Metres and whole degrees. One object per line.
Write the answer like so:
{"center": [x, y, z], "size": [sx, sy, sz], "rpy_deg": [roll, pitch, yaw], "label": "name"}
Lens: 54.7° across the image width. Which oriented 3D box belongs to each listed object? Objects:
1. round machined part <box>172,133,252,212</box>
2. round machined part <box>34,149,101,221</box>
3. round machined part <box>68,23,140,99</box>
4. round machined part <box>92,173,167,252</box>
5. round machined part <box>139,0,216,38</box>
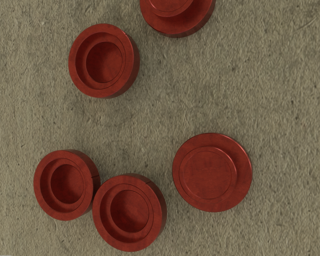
{"center": [0.061, 0.055, 0.378], "size": [0.098, 0.042, 0.097], "rpy_deg": [0, 90, 20], "label": "round machined part"}
{"center": [-0.127, 0.079, 0.445], "size": [0.098, 0.042, 0.097], "rpy_deg": [0, 90, 20], "label": "round machined part"}
{"center": [-0.072, -0.089, 0.425], "size": [0.098, 0.042, 0.097], "rpy_deg": [0, 90, 20], "label": "round machined part"}
{"center": [-0.037, 0.108, 0.413], "size": [0.098, 0.042, 0.097], "rpy_deg": [0, 90, 20], "label": "round machined part"}
{"center": [0.019, -0.169, 0.393], "size": [0.098, 0.042, 0.097], "rpy_deg": [0, 90, 20], "label": "round machined part"}
